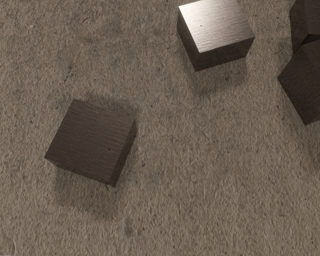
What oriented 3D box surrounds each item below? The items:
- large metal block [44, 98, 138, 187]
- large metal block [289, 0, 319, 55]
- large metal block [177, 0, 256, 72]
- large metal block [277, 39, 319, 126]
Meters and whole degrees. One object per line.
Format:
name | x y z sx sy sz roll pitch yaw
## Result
large metal block | -0.082 0.019 0.387 0.080 0.050 0.080 18 71 6
large metal block | 0.243 -0.153 0.454 0.081 0.050 0.080 4 70 1
large metal block | 0.077 -0.137 0.446 0.081 0.050 0.080 -18 71 -7
large metal block | 0.208 -0.060 0.403 0.050 0.080 0.080 -20 72 -7
